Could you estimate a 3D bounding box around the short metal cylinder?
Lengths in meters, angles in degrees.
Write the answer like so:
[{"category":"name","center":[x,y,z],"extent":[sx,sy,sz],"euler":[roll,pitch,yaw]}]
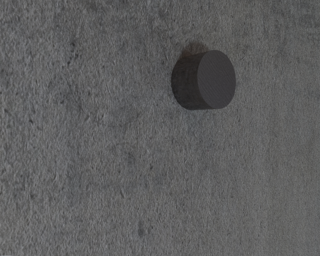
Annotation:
[{"category":"short metal cylinder","center":[0.062,-0.066,0.439],"extent":[0.081,0.050,0.080],"euler":[0,90,-40]}]
